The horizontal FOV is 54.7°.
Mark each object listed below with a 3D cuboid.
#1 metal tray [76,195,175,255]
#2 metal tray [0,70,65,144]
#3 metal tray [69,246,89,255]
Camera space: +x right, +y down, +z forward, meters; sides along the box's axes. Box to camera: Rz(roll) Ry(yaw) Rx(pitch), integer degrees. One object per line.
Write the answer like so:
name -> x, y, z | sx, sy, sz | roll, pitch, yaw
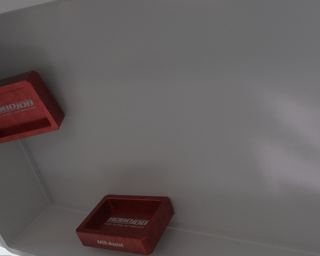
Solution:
metal tray -> -0.054, 0.146, 0.485 | 0.130, 0.090, 0.030 | -5, 116, 30
metal tray -> -0.225, -0.027, 0.469 | 0.130, 0.030, 0.090 | -13, 126, 12
metal tray -> -0.189, 0.326, 0.643 | 0.030, 0.130, 0.089 | 7, 122, 16
